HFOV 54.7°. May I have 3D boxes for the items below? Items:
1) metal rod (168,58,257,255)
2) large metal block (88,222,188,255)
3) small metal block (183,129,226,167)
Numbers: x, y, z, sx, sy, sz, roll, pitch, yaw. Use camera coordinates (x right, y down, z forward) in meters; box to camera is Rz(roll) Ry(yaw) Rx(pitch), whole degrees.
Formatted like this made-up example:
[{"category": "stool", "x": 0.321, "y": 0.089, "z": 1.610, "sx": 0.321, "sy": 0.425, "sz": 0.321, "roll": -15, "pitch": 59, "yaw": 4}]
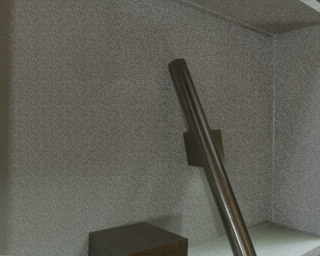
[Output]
[{"category": "metal rod", "x": 0.066, "y": 0.047, "z": 0.387, "sx": 0.025, "sy": 0.025, "sz": 0.299, "roll": -3, "pitch": 68, "yaw": -40}, {"category": "large metal block", "x": -0.026, "y": 0.147, "z": 0.351, "sx": 0.081, "sy": 0.080, "sz": 0.050, "roll": 3, "pitch": 88, "yaw": -40}, {"category": "small metal block", "x": 0.063, "y": 0.029, "z": 0.446, "sx": 0.025, "sy": 0.050, "sz": 0.050, "roll": -17, "pitch": 101, "yaw": -39}]
